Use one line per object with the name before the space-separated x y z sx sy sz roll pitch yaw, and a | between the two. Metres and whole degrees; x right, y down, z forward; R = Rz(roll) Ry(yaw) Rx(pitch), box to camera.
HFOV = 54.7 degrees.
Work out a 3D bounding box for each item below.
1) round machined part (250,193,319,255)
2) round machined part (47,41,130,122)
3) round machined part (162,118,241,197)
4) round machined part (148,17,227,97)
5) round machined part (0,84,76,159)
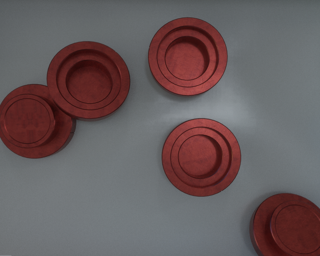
round machined part | 0.165 0.128 0.384 0.099 0.042 0.098 0 62 1
round machined part | -0.089 -0.056 0.394 0.099 0.042 0.097 2 81 -13
round machined part | 0.051 0.036 0.403 0.099 0.042 0.097 0 90 0
round machined part | 0.034 -0.088 0.403 0.099 0.042 0.097 0 90 0
round machined part | -0.163 -0.009 0.401 0.099 0.042 0.097 0 90 0
